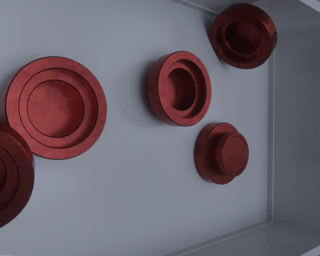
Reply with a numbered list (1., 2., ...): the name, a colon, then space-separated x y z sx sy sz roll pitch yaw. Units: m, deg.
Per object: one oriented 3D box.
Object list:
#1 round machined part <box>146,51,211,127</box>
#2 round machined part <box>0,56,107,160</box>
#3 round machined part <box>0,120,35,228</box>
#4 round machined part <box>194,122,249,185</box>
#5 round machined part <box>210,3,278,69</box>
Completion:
1. round machined part: 0.021 -0.051 0.415 0.099 0.042 0.097 0 90 -40
2. round machined part: -0.106 -0.019 0.307 0.099 0.042 0.097 0 90 -41
3. round machined part: -0.155 0.035 0.251 0.099 0.042 0.097 -6 107 -19
4. round machined part: 0.102 0.040 0.484 0.099 0.042 0.097 0 90 -40
5. round machined part: 0.130 -0.142 0.470 0.042 0.098 0.098 -49 119 -32
